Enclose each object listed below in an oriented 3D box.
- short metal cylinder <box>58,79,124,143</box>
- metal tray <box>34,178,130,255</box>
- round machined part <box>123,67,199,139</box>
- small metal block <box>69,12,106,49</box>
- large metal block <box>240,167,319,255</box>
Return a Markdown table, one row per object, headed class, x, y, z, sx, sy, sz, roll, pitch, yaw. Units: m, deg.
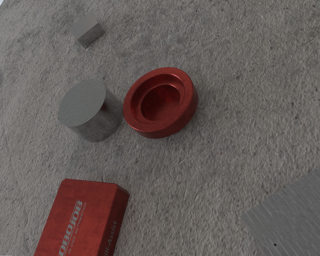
| class | x | y | z | sx | sy | sz | roll | pitch | yaw |
| --- | --- | --- | --- | --- | --- | --- | --- | --- | --- |
| short metal cylinder | -0.100 | -0.025 | 0.456 | 0.080 | 0.050 | 0.080 | -13 | 56 | 21 |
| metal tray | -0.097 | 0.130 | 0.372 | 0.090 | 0.030 | 0.130 | 0 | 62 | 28 |
| round machined part | 0.004 | -0.029 | 0.408 | 0.098 | 0.042 | 0.098 | -13 | 56 | 21 |
| small metal block | -0.139 | -0.186 | 0.591 | 0.050 | 0.025 | 0.050 | -38 | 51 | 2 |
| large metal block | 0.129 | 0.094 | 0.263 | 0.080 | 0.050 | 0.080 | -34 | 51 | 5 |
